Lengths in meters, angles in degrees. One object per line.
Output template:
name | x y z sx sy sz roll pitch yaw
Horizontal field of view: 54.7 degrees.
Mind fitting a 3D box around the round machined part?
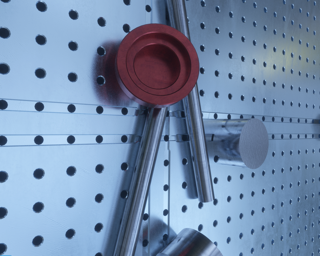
round machined part | -0.006 -0.072 0.376 0.099 0.042 0.097 2 82 -14

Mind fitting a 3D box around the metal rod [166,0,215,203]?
metal rod | 0.045 -0.038 0.446 0.025 0.025 0.298 -17 101 -39

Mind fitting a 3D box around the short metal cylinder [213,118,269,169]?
short metal cylinder | 0.132 0.024 0.503 0.081 0.050 0.080 0 90 -40

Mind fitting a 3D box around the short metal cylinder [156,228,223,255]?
short metal cylinder | 0.041 0.181 0.408 0.050 0.080 0.080 -33 111 -35

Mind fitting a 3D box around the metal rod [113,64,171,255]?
metal rod | -0.021 0.057 0.391 0.025 0.025 0.299 21 77 -38
